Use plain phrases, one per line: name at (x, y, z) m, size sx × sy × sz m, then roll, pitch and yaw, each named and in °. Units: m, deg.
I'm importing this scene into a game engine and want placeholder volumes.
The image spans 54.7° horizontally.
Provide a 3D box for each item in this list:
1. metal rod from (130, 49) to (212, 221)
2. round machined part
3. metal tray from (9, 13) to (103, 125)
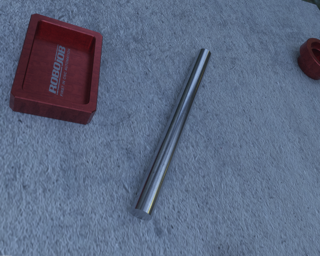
metal rod at (0.027, -0.014, 0.428) m, size 0.025 × 0.025 × 0.300 m, roll 31°, pitch 52°, yaw -9°
round machined part at (0.338, -0.142, 0.666) m, size 0.099 × 0.042 × 0.098 m, roll 14°, pitch 56°, yaw -21°
metal tray at (-0.122, -0.074, 0.380) m, size 0.091 × 0.030 × 0.130 m, roll 12°, pitch 57°, yaw -22°
